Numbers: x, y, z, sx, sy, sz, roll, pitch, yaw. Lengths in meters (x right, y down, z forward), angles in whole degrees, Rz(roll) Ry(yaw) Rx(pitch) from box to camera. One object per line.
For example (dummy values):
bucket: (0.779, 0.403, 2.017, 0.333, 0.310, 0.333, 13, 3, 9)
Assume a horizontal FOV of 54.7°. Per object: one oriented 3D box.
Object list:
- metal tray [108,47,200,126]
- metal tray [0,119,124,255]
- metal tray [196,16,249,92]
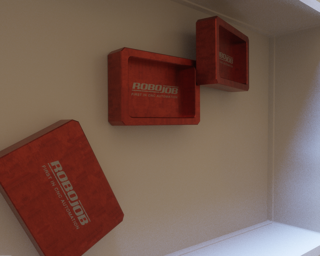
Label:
metal tray: (-0.003, -0.048, 0.402, 0.131, 0.030, 0.089, -1, 91, -40)
metal tray: (-0.102, 0.067, 0.319, 0.091, 0.030, 0.129, -35, 112, -35)
metal tray: (0.098, -0.104, 0.465, 0.131, 0.030, 0.089, -1, 91, -55)
